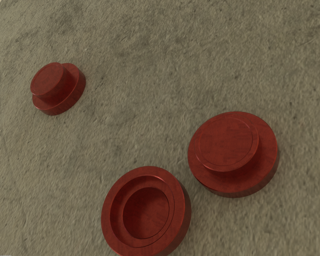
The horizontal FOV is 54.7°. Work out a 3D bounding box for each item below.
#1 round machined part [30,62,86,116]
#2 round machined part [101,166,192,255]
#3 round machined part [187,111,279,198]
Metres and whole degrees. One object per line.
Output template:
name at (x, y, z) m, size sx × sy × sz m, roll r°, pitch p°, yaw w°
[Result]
round machined part at (-0.181, -0.073, 0.530) m, size 0.098 × 0.042 × 0.098 m, roll -13°, pitch 56°, yaw 20°
round machined part at (-0.012, 0.095, 0.340) m, size 0.098 × 0.042 × 0.098 m, roll -13°, pitch 56°, yaw 20°
round machined part at (0.076, 0.023, 0.338) m, size 0.098 × 0.042 × 0.098 m, roll -13°, pitch 56°, yaw 20°
